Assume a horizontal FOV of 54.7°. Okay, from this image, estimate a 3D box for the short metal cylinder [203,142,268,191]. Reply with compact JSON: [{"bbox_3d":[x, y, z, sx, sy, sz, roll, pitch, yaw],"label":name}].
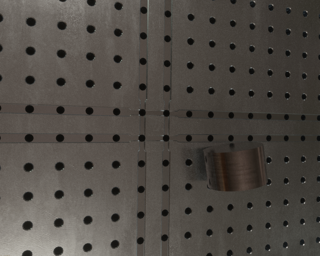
[{"bbox_3d":[0.102,0.051,0.423,0.081,0.080,0.050,-9,94,-20],"label":"short metal cylinder"}]
